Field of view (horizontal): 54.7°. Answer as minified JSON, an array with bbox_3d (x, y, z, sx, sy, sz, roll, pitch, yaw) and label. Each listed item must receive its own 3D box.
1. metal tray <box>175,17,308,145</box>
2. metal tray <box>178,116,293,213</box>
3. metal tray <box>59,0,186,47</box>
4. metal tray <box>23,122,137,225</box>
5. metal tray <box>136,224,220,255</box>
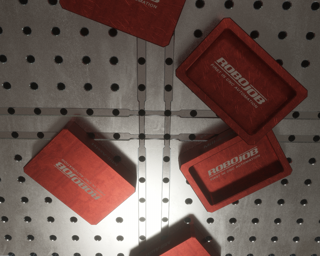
[{"bbox_3d":[0.095,-0.055,0.373,0.130,0.030,0.090,44,104,1],"label":"metal tray"},{"bbox_3d":[0.103,0.051,0.431,0.130,0.030,0.090,-29,108,10],"label":"metal tray"},{"bbox_3d":[-0.037,-0.158,0.352,0.131,0.030,0.089,19,109,-8],"label":"metal tray"},{"bbox_3d":[-0.108,0.066,0.433,0.090,0.030,0.130,-42,105,13],"label":"metal tray"},{"bbox_3d":[0.023,0.222,0.493,0.130,0.030,0.090,-34,107,11],"label":"metal tray"}]
